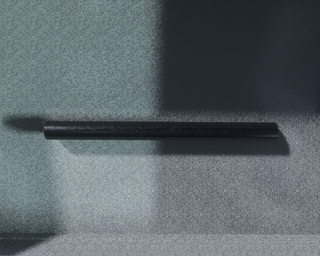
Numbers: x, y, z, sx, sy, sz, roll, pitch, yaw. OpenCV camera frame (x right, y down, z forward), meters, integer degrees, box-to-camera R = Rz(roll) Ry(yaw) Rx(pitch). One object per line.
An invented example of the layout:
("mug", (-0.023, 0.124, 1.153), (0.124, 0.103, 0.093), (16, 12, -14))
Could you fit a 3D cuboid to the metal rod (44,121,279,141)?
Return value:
("metal rod", (0.002, 0.004, 0.411), (0.302, 0.025, 0.025), (0, 110, -1))
